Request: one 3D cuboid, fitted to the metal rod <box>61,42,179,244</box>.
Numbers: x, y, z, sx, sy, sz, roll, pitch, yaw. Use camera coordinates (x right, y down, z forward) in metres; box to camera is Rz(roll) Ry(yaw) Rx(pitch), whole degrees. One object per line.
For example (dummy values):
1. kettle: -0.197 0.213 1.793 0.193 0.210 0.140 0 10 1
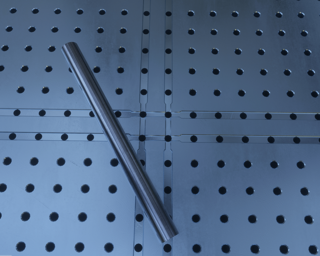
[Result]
1. metal rod: -0.060 0.007 0.408 0.025 0.025 0.299 -27 73 -10
